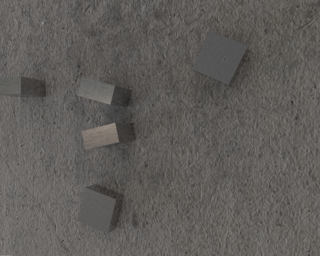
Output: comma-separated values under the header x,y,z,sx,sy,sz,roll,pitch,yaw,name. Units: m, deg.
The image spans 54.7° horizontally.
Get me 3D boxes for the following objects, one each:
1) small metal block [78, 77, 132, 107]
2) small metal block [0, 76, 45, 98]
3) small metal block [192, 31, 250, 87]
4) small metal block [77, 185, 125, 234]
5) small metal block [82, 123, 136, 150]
x,y,z,sx,sy,sz,roll,pitch,yaw,name
-0.074,-0.048,0.422,0.050,0.050,0.025,17,96,19,small metal block
-0.212,-0.061,0.471,0.050,0.050,0.025,1,91,20,small metal block
0.075,-0.084,0.382,0.050,0.025,0.050,28,99,17,small metal block
-0.084,0.113,0.438,0.050,0.025,0.050,16,95,19,small metal block
-0.068,0.011,0.420,0.050,0.050,0.025,-14,86,19,small metal block
